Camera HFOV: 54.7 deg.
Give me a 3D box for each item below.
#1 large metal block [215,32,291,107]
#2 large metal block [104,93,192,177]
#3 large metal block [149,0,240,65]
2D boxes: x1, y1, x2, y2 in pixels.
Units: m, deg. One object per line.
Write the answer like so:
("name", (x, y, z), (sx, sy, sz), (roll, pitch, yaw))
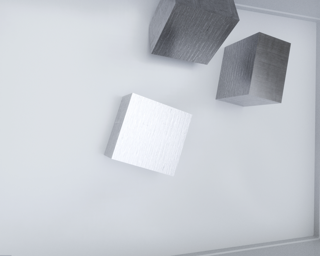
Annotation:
("large metal block", (0.126, -0.076, 0.427), (0.050, 0.080, 0.080), (12, 86, -20))
("large metal block", (-0.016, 0.009, 0.391), (0.081, 0.050, 0.080), (19, 84, -19))
("large metal block", (0.038, -0.131, 0.387), (0.081, 0.080, 0.050), (6, 59, -20))
